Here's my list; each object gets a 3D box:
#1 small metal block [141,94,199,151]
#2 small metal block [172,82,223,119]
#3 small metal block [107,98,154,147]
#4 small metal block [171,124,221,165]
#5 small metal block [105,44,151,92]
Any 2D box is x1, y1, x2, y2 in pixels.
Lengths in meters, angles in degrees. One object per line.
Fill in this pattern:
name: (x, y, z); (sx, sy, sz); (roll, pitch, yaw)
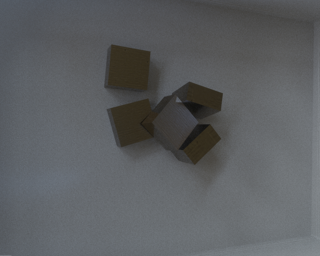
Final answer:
small metal block: (0.014, -0.006, 0.394); (0.050, 0.025, 0.050); (49, 64, -21)
small metal block: (0.047, -0.035, 0.414); (0.050, 0.050, 0.025); (16, 73, -20)
small metal block: (-0.035, -0.007, 0.398); (0.050, 0.025, 0.050); (-17, 96, -20)
small metal block: (0.045, 0.021, 0.415); (0.050, 0.050, 0.025); (-42, 104, -15)
small metal block: (-0.042, -0.075, 0.396); (0.050, 0.025, 0.050); (5, 88, -20)
